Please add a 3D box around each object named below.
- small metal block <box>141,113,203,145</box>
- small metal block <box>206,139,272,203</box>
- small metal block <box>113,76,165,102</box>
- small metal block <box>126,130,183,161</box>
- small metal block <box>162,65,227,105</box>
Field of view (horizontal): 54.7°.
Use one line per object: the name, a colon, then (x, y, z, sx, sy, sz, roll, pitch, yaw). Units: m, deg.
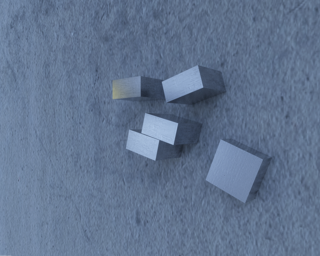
small metal block: (0.015, 0.000, 0.375, 0.050, 0.050, 0.025, 19, 102, 38)
small metal block: (0.084, 0.044, 0.334, 0.050, 0.025, 0.050, 28, 107, 36)
small metal block: (-0.027, -0.050, 0.409, 0.050, 0.050, 0.025, 0, 90, 39)
small metal block: (-0.006, 0.020, 0.392, 0.050, 0.050, 0.025, 18, 101, 38)
small metal block: (0.039, -0.047, 0.355, 0.050, 0.050, 0.025, -19, 78, 38)
